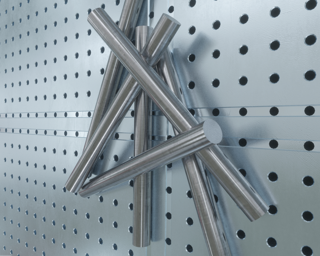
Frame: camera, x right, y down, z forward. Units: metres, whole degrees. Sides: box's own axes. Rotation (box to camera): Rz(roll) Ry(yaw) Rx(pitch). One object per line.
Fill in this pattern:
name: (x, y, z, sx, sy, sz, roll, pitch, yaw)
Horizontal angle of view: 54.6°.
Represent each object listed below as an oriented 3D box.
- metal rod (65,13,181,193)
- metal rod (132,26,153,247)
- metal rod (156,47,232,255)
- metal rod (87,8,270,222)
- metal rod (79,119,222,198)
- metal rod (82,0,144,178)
metal rod: (-0.062, -0.017, 0.428, 0.025, 0.025, 0.298, 50, 119, 28)
metal rod: (-0.024, 0.012, 0.429, 0.025, 0.025, 0.298, 1, 91, 40)
metal rod: (0.039, 0.036, 0.378, 0.025, 0.025, 0.299, -25, 74, 37)
metal rod: (0.013, -0.024, 0.354, 0.300, 0.025, 0.025, 51, 121, 11)
metal rod: (-0.037, 0.053, 0.404, 0.299, 0.025, 0.025, -30, 71, 48)
metal rod: (-0.078, -0.060, 0.475, 0.025, 0.025, 0.298, 30, 109, 36)
